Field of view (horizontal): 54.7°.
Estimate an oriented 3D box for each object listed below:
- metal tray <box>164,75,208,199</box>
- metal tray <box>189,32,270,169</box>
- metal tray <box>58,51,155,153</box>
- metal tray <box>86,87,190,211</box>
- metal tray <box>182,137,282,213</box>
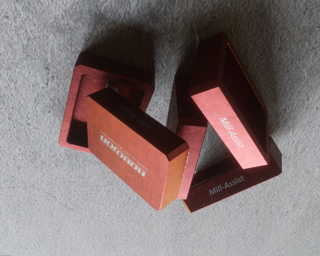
[{"bbox_3d":[0.025,0.013,0.378,0.030,0.090,0.129,5,131,-5],"label":"metal tray"},{"bbox_3d":[0.082,-0.027,0.341,0.030,0.090,0.130,-17,130,32],"label":"metal tray"},{"bbox_3d":[-0.069,-0.021,0.387,0.091,0.030,0.129,15,128,-13],"label":"metal tray"},{"bbox_3d":[-0.032,0.022,0.353,0.130,0.030,0.089,36,137,28],"label":"metal tray"},{"bbox_3d":[0.097,0.062,0.420,0.130,0.090,0.030,-31,89,23],"label":"metal tray"}]
